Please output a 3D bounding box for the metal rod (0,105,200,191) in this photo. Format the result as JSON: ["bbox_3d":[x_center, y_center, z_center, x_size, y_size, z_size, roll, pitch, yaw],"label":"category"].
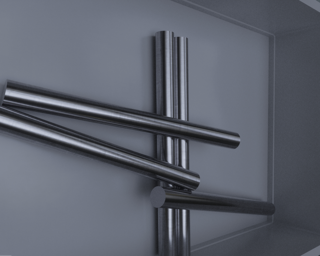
[{"bbox_3d":[-0.073,0.022,0.328,0.302,0.025,0.025,23,76,-32],"label":"metal rod"}]

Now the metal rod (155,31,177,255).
[{"bbox_3d":[0.008,0.024,0.412,0.025,0.025,0.298,-2,91,-40],"label":"metal rod"}]

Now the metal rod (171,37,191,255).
[{"bbox_3d":[0.028,0.027,0.428,0.025,0.025,0.298,-1,91,-40],"label":"metal rod"}]

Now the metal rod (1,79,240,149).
[{"bbox_3d":[-0.018,-0.007,0.366,0.302,0.025,0.025,12,83,-32],"label":"metal rod"}]

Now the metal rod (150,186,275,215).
[{"bbox_3d":[0.100,0.115,0.469,0.302,0.025,0.025,19,78,-44],"label":"metal rod"}]
